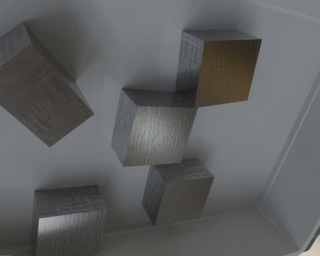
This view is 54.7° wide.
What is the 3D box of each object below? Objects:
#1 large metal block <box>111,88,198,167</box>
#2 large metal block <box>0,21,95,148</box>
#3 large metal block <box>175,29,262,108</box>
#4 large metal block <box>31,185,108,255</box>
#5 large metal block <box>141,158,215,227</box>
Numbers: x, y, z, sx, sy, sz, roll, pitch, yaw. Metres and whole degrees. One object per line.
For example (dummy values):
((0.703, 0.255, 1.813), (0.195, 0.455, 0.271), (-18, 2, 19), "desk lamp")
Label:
((-0.009, -0.001, 0.388), (0.081, 0.050, 0.079), (0, 119, -29), "large metal block")
((-0.114, -0.042, 0.285), (0.050, 0.080, 0.080), (-38, 130, -3), "large metal block")
((0.070, -0.076, 0.386), (0.081, 0.050, 0.079), (-9, 123, -24), "large metal block")
((-0.121, 0.125, 0.405), (0.081, 0.050, 0.079), (0, 119, -29), "large metal block")
((0.025, 0.095, 0.467), (0.081, 0.050, 0.079), (-2, 120, -28), "large metal block")
